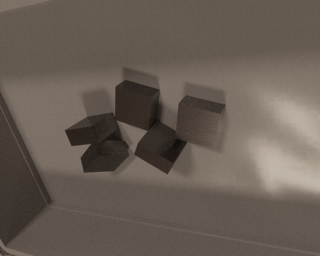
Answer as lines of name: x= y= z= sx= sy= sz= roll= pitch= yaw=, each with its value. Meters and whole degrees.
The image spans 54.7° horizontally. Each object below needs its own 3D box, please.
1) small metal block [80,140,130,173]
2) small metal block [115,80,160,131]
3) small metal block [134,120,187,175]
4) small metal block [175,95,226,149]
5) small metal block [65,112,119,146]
small metal block: x=-0.082 y=0.042 z=0.457 sx=0.050 sy=0.050 sz=0.025 roll=-46 pitch=54 yaw=39
small metal block: x=-0.030 y=-0.030 z=0.405 sx=0.050 sy=0.025 sz=0.050 roll=18 pitch=125 yaw=17
small metal block: x=0.003 y=0.024 z=0.403 sx=0.050 sy=0.050 sz=0.025 roll=30 pitch=136 yaw=8
small metal block: x=0.049 y=-0.007 z=0.378 sx=0.050 sy=0.025 sz=0.050 roll=16 pitch=125 yaw=19
small metal block: x=-0.096 y=0.002 z=0.441 sx=0.050 sy=0.050 sz=0.025 roll=-7 pitch=110 yaw=31
